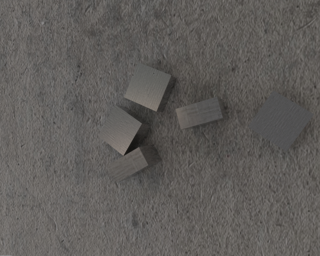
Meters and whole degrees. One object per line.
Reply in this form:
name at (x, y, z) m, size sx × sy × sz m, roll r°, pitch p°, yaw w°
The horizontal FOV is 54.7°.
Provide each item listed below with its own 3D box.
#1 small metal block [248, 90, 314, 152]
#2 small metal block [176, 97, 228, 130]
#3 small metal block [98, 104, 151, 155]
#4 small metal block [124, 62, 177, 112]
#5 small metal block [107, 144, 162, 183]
small metal block at (0.139, -0.008, 0.360) m, size 0.050 × 0.025 × 0.050 m, roll 35°, pitch 101°, yaw 16°
small metal block at (0.053, -0.017, 0.377) m, size 0.050 × 0.050 × 0.025 m, roll -16°, pitch 85°, yaw 19°
small metal block at (-0.048, 0.003, 0.422) m, size 0.050 × 0.025 × 0.050 m, roll 35°, pitch 101°, yaw 25°
small metal block at (-0.012, -0.054, 0.413) m, size 0.050 × 0.025 × 0.050 m, roll 25°, pitch 98°, yaw 18°
small metal block at (-0.032, 0.046, 0.407) m, size 0.050 × 0.050 × 0.025 m, roll -31°, pitch 81°, yaw 17°
